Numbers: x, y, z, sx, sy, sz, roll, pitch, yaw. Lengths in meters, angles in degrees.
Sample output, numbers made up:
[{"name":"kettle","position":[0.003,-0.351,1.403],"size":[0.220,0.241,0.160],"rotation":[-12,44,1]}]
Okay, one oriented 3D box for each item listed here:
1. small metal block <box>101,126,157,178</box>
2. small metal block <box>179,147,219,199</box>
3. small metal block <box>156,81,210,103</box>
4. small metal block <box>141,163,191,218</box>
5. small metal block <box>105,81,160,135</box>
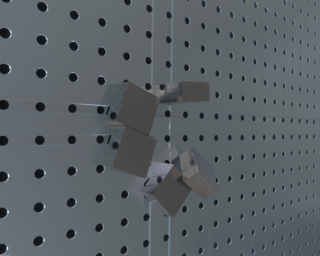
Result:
[{"name":"small metal block","position":[-0.036,0.029,0.378],"size":[0.050,0.025,0.050],"rotation":[27,73,-37]},{"name":"small metal block","position":[0.054,0.063,0.436],"size":[0.050,0.025,0.050],"rotation":[44,23,-31]},{"name":"small metal block","position":[0.031,-0.047,0.417],"size":[0.050,0.050,0.025],"rotation":[-5,93,-40]},{"name":"small metal block","position":[0.010,0.083,0.417],"size":[0.050,0.025,0.050],"rotation":[-52,121,-27]},{"name":"small metal block","position":[-0.032,-0.023,0.381],"size":[0.050,0.025,0.050],"rotation":[25,74,-37]}]
